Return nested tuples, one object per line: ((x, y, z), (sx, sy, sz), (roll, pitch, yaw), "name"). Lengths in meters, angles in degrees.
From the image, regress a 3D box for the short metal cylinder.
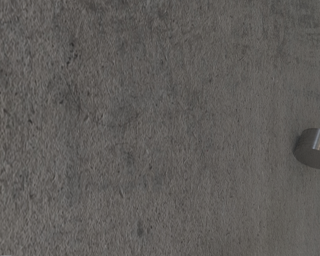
((0.328, 0.044, 0.644), (0.080, 0.080, 0.050), (45, 63, -31), "short metal cylinder")
